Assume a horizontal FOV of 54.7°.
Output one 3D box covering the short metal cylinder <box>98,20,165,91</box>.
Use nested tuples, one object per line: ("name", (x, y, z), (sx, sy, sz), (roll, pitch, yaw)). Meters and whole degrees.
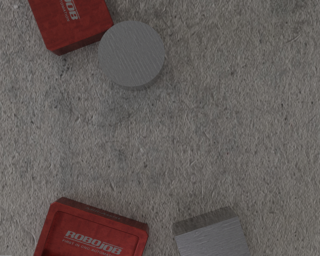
("short metal cylinder", (-0.034, -0.090, 0.397), (0.081, 0.050, 0.079), (0, 90, 0))

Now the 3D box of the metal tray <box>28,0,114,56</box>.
("metal tray", (-0.123, -0.172, 0.406), (0.090, 0.030, 0.129), (-21, 90, 0))

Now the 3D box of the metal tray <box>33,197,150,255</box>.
("metal tray", (-0.089, 0.154, 0.406), (0.131, 0.030, 0.090), (18, 90, 0))

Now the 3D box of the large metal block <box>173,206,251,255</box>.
("large metal block", (0.068, 0.156, 0.398), (0.080, 0.050, 0.080), (-18, 90, 0))
